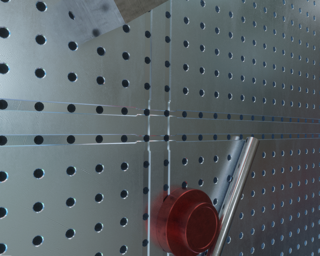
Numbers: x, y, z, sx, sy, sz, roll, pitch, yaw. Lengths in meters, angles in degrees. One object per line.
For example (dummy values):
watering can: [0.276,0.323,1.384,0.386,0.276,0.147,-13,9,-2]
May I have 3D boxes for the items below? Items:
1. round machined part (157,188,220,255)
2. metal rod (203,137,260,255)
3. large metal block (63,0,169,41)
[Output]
round machined part: [0.046,0.136,0.437,0.099,0.042,0.097,0,90,-40]
metal rod: [0.104,0.149,0.496,0.025,0.025,0.300,39,66,-33]
large metal block: [-0.044,-0.142,0.336,0.080,0.080,0.050,-42,116,-32]
